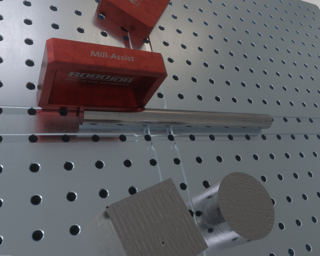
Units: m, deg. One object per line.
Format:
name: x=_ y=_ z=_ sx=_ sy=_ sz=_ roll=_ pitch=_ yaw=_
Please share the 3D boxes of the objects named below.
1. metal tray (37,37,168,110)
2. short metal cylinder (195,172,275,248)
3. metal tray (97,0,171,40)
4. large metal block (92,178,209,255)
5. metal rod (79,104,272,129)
metal tray: x=-0.069 y=-0.055 z=0.362 sx=0.131 sy=0.090 sz=0.030 roll=1 pitch=62 yaw=-28
short metal cylinder: x=0.091 y=0.100 z=0.380 sx=0.081 sy=0.050 sz=0.080 roll=14 pitch=56 yaw=-21
metal tray: x=-0.036 y=-0.214 z=0.516 sx=0.090 sy=0.030 sz=0.130 roll=30 pitch=52 yaw=-9
large metal block: x=-0.012 y=0.109 z=0.319 sx=0.081 sy=0.050 sz=0.080 roll=-18 pitch=71 yaw=-35
metal rod: x=0.041 y=-0.013 z=0.437 sx=0.303 sy=0.025 sz=0.025 roll=1 pitch=61 yaw=-28
